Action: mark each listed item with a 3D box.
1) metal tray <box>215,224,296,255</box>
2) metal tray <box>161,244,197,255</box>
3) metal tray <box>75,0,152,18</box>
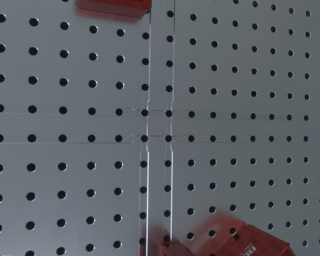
[{"bbox_3d":[0.108,0.196,0.417,0.131,0.090,0.030,-38,102,-16],"label":"metal tray"},{"bbox_3d":[0.026,0.224,0.387,0.030,0.090,0.129,6,88,-20],"label":"metal tray"},{"bbox_3d":[-0.056,-0.213,0.388,0.091,0.030,0.129,2,89,-20],"label":"metal tray"}]
